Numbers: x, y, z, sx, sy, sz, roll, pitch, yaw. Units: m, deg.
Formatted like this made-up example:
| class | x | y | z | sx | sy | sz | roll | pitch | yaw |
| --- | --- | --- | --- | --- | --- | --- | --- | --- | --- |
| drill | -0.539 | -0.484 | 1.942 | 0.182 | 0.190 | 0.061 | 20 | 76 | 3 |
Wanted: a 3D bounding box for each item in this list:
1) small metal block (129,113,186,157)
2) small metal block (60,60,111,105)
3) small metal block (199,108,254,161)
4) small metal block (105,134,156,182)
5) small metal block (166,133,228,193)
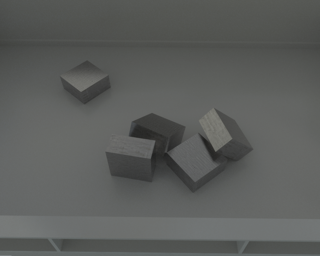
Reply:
| class | x | y | z | sx | sy | sz | roll | pitch | yaw |
| --- | --- | --- | --- | --- | --- | --- | --- | --- | --- |
| small metal block | -0.003 | 0.007 | 0.385 | 0.050 | 0.025 | 0.050 | 23 | 24 | 20 |
| small metal block | -0.111 | -0.069 | 0.462 | 0.050 | 0.025 | 0.050 | 36 | 58 | 26 |
| small metal block | 0.081 | 0.008 | 0.380 | 0.050 | 0.025 | 0.050 | 23 | 33 | -43 |
| small metal block | -0.032 | 0.036 | 0.359 | 0.050 | 0.050 | 0.025 | 8 | 51 | 7 |
| small metal block | 0.043 | 0.041 | 0.371 | 0.050 | 0.025 | 0.050 | -30 | 57 | -23 |
